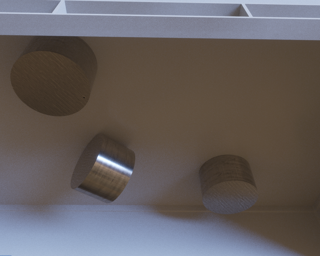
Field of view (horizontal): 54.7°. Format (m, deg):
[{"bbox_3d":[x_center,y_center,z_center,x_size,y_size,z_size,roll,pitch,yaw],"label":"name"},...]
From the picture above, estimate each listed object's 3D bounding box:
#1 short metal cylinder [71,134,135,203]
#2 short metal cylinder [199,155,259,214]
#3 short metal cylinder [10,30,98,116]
[{"bbox_3d":[-0.077,0.055,0.418,0.050,0.080,0.080,31,123,-24],"label":"short metal cylinder"},{"bbox_3d":[0.102,0.086,0.468,0.081,0.050,0.079,0,130,0],"label":"short metal cylinder"},{"bbox_3d":[-0.113,-0.059,0.340,0.081,0.050,0.079,0,130,0],"label":"short metal cylinder"}]
